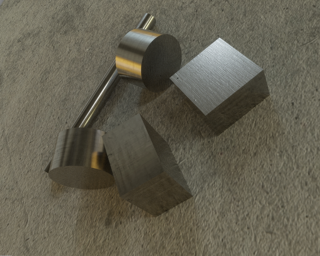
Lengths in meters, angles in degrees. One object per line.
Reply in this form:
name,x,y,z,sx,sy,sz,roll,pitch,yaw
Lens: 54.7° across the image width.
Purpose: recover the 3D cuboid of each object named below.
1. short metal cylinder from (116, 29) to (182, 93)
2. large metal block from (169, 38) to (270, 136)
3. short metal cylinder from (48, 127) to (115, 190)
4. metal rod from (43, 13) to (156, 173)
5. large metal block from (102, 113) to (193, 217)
short metal cylinder,-0.015,-0.095,0.435,0.050,0.080,0.080,25,76,37
large metal block,0.073,-0.051,0.381,0.080,0.050,0.080,-39,51,2
short metal cylinder,-0.094,0.041,0.393,0.080,0.080,0.050,-12,57,22
metal rod,-0.087,-0.060,0.486,0.025,0.025,0.300,18,71,35
large metal block,-0.014,0.044,0.349,0.050,0.080,0.080,-32,52,8
